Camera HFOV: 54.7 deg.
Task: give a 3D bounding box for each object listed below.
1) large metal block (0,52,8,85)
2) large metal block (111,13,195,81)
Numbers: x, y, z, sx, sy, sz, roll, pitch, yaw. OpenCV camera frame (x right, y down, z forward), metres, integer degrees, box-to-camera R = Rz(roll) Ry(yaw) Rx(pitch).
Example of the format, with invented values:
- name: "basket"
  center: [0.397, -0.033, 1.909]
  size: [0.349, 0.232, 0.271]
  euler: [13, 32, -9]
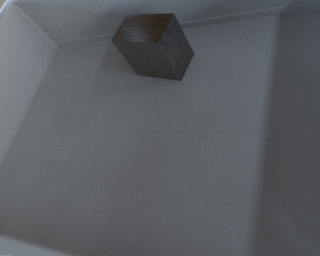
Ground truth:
- name: "large metal block"
  center: [-0.385, -0.123, 0.671]
  size: [0.080, 0.050, 0.080]
  euler: [-22, 53, 15]
- name: "large metal block"
  center: [-0.008, -0.116, 0.446]
  size: [0.080, 0.080, 0.050]
  euler: [13, 69, 33]
